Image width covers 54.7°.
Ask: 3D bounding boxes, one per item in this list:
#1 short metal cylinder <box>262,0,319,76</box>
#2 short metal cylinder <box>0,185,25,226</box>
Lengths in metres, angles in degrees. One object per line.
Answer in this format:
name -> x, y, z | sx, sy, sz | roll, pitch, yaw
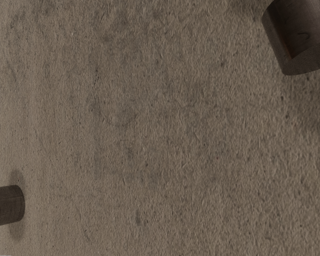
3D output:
short metal cylinder -> 0.133, -0.085, 0.258 | 0.080, 0.081, 0.050 | -26, 74, 37
short metal cylinder -> -0.331, 0.164, 0.657 | 0.080, 0.050, 0.079 | 0, 90, 39
